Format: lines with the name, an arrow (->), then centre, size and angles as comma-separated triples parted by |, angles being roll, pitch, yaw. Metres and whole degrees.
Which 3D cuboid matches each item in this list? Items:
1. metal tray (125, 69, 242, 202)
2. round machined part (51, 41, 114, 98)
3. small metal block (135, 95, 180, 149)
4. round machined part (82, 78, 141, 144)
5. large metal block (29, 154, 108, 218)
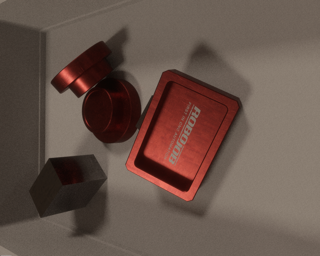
metal tray -> 0.025, 0.008, 0.358 | 0.090, 0.030, 0.129 | 26, 108, 10
round machined part -> -0.108, -0.081, 0.458 | 0.098, 0.098, 0.042 | -30, 106, 35
small metal block -> 0.002, -0.008, 0.403 | 0.050, 0.025, 0.050 | 44, 116, 31
round machined part -> -0.078, -0.026, 0.458 | 0.098, 0.042, 0.097 | 0, 90, 39
large metal block -> -0.144, 0.089, 0.487 | 0.080, 0.081, 0.050 | -51, 60, 27
